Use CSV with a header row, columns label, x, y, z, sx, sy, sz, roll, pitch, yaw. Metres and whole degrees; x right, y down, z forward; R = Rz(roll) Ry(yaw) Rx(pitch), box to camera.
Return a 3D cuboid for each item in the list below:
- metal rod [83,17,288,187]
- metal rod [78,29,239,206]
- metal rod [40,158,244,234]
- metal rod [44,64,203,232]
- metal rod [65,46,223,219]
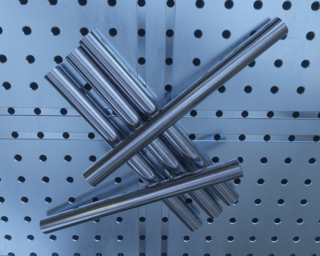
label,x,y,z,sx,sy,sz,roll,pitch,yaw
metal rod,0.028,-0.029,0.381,0.300,0.025,0.025,-39,106,4
metal rod,0.008,-0.003,0.412,0.025,0.025,0.300,-39,106,13
metal rod,-0.036,0.098,0.427,0.301,0.025,0.025,-20,109,15
metal rod,-0.040,0.038,0.426,0.025,0.025,0.300,-37,106,12
metal rod,-0.012,0.016,0.419,0.025,0.025,0.300,-37,106,12
